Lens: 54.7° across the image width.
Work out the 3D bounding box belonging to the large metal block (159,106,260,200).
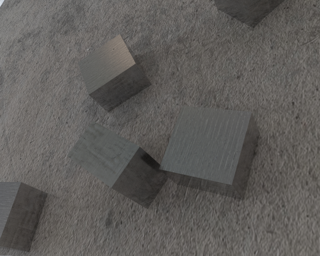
[{"bbox_3d":[0.057,0.025,0.342,0.080,0.050,0.080,8,66,31],"label":"large metal block"}]

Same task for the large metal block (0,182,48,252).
[{"bbox_3d":[-0.215,0.121,0.427,0.080,0.050,0.080,-5,60,26],"label":"large metal block"}]

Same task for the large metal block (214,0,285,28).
[{"bbox_3d":[0.130,-0.203,0.444,0.080,0.050,0.080,-41,51,0],"label":"large metal block"}]

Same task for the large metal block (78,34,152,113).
[{"bbox_3d":[-0.071,-0.084,0.477,0.080,0.050,0.080,-32,52,7],"label":"large metal block"}]

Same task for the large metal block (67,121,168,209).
[{"bbox_3d":[-0.047,0.044,0.366,0.080,0.080,0.050,25,76,37],"label":"large metal block"}]
